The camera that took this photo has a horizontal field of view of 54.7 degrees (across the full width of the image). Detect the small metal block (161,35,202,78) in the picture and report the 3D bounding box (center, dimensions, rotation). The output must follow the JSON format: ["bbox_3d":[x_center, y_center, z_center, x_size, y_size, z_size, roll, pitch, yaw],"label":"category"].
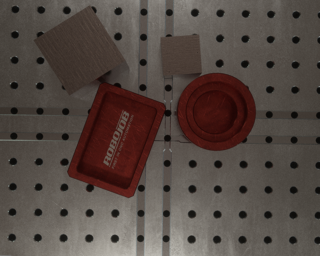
[{"bbox_3d":[0.028,-0.095,0.414,0.050,0.025,0.050,-4,90,-1],"label":"small metal block"}]

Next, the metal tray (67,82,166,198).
[{"bbox_3d":[-0.055,0.015,0.410,0.090,0.030,0.129,20,90,-1],"label":"metal tray"}]

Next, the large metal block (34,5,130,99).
[{"bbox_3d":[-0.097,-0.094,0.400,0.080,0.050,0.080,-32,90,0],"label":"large metal block"}]

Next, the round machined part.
[{"bbox_3d":[0.071,-0.020,0.406,0.099,0.042,0.097,0,90,-1],"label":"round machined part"}]
